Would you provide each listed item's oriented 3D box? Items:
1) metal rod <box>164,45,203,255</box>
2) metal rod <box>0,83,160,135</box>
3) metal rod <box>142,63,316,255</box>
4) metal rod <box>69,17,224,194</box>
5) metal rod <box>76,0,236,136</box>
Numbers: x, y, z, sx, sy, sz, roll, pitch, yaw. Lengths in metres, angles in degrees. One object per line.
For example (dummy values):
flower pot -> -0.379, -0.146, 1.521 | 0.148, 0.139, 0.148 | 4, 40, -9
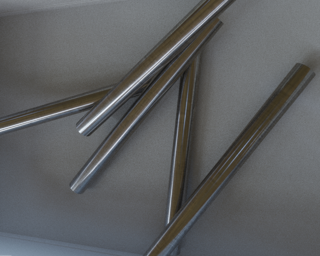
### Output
metal rod -> 0.030, 0.013, 0.399 | 0.025, 0.025, 0.298 | 7, 92, 19
metal rod -> -0.146, -0.024, 0.432 | 0.301, 0.025, 0.025 | -15, 85, 8
metal rod -> 0.075, 0.052, 0.367 | 0.025, 0.025, 0.299 | 39, 96, 15
metal rod -> -0.029, -0.020, 0.403 | 0.025, 0.025, 0.299 | 46, 110, 14
metal rod -> 0.001, -0.084, 0.359 | 0.299, 0.025, 0.025 | -39, 78, 25
